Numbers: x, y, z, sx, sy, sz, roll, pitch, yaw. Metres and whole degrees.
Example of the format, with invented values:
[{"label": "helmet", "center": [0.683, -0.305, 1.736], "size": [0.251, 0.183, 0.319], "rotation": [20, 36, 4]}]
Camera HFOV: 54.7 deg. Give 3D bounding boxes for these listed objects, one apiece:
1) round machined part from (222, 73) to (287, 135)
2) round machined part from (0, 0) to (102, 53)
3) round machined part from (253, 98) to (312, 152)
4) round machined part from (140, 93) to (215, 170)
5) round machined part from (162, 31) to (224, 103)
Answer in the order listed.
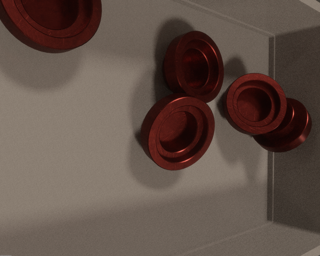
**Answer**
[{"label": "round machined part", "center": [0.149, -0.037, 0.504], "size": [0.099, 0.042, 0.097], "rotation": [1, 82, -5]}, {"label": "round machined part", "center": [-0.111, -0.122, 0.303], "size": [0.099, 0.042, 0.097], "rotation": [0, 90, -40]}, {"label": "round machined part", "center": [0.201, -0.011, 0.530], "size": [0.042, 0.098, 0.098], "rotation": [37, 67, -39]}, {"label": "round machined part", "center": [0.019, 0.002, 0.400], "size": [0.099, 0.042, 0.097], "rotation": [-12, 115, -27]}, {"label": "round machined part", "center": [0.042, -0.081, 0.432], "size": [0.099, 0.042, 0.097], "rotation": [1, 88, -41]}]
